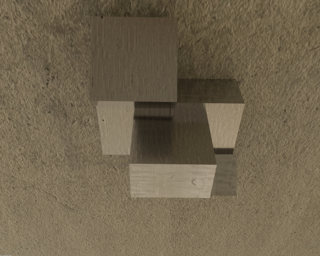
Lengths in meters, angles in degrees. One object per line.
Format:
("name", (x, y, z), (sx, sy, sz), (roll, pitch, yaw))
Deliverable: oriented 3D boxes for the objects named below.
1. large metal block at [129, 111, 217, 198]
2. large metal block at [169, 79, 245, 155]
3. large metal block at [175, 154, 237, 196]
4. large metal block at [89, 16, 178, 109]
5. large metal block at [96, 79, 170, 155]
("large metal block", (0.011, 0.026, 0.330), (0.081, 0.080, 0.050), (1, 130, -1))
("large metal block", (0.051, -0.013, 0.380), (0.081, 0.050, 0.079), (1, 130, -1))
("large metal block", (0.052, 0.060, 0.416), (0.081, 0.080, 0.050), (0, 86, -1))
("large metal block", (-0.024, -0.063, 0.311), (0.081, 0.050, 0.080), (1, 86, -1))
("large metal block", (-0.030, -0.013, 0.379), (0.081, 0.050, 0.079), (1, 130, -1))
